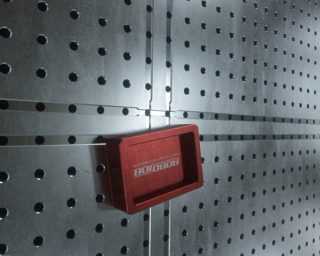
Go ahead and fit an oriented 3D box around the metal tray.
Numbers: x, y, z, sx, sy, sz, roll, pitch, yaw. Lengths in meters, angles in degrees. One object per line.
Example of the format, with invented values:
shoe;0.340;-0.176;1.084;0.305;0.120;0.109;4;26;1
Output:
metal tray;-0.001;0.048;0.403;0.131;0.030;0.090;-11;97;-39
